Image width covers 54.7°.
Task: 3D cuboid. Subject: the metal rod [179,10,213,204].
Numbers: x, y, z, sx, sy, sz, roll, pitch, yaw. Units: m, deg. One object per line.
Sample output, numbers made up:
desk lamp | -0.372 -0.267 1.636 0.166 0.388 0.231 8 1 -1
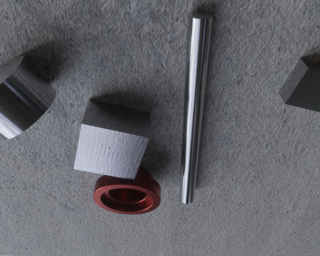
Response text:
metal rod | 0.042 -0.001 0.407 0.025 0.025 0.298 -1 130 0

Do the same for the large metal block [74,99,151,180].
large metal block | -0.062 0.017 0.404 0.081 0.050 0.079 13 129 -11

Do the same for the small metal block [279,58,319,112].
small metal block | 0.180 -0.050 0.368 0.050 0.025 0.050 11 129 -10

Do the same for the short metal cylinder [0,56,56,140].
short metal cylinder | -0.163 -0.034 0.340 0.080 0.080 0.050 -24 126 19

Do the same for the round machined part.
round machined part | -0.047 0.090 0.465 0.099 0.042 0.097 1 140 1
